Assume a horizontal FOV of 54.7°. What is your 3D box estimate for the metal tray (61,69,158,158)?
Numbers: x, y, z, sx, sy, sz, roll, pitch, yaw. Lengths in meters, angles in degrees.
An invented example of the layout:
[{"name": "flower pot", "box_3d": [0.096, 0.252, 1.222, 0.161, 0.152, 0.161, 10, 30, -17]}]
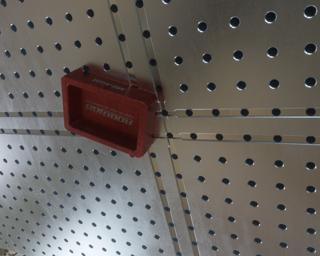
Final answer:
[{"name": "metal tray", "box_3d": [-0.073, -0.020, 0.431, 0.130, 0.030, 0.089, 19, 126, 16]}]
